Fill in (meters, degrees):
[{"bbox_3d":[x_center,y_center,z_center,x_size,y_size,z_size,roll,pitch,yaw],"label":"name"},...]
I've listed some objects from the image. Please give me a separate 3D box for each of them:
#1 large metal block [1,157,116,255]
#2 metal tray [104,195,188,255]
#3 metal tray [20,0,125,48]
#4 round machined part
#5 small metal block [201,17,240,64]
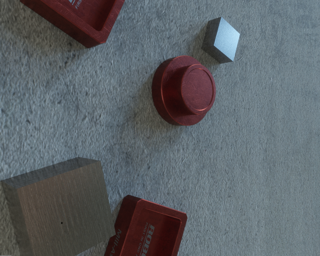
[{"bbox_3d":[-0.099,0.080,0.307,0.081,0.050,0.079,-17,101,-39],"label":"large metal block"},{"bbox_3d":[-0.022,0.158,0.385,0.090,0.030,0.130,29,72,-37],"label":"metal tray"},{"bbox_3d":[-0.079,-0.166,0.335,0.090,0.030,0.130,32,70,-36],"label":"metal tray"},{"bbox_3d":[0.040,-0.052,0.429,0.099,0.042,0.097,0,90,-40],"label":"round machined part"},{"bbox_3d":[0.096,-0.137,0.488,0.050,0.025,0.050,26,74,-37],"label":"small metal block"}]
